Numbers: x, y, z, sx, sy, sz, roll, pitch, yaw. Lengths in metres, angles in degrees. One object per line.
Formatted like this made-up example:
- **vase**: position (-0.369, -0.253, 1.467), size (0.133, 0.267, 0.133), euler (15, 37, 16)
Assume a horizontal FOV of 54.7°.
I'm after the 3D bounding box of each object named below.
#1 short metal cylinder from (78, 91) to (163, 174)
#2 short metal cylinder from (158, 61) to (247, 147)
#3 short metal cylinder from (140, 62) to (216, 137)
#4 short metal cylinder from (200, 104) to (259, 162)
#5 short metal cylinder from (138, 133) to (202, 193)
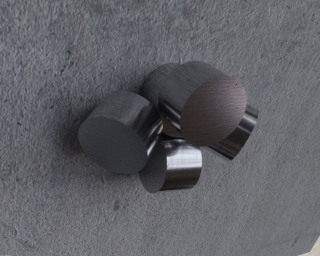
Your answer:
- **short metal cylinder**: position (-0.043, 0.005, 0.347), size (0.080, 0.050, 0.079), euler (12, 131, 14)
- **short metal cylinder**: position (0.045, -0.027, 0.336), size (0.081, 0.050, 0.079), euler (-14, 125, -21)
- **short metal cylinder**: position (0.022, -0.035, 0.384), size (0.081, 0.050, 0.079), euler (-14, 125, -21)
- **short metal cylinder**: position (0.087, -0.002, 0.414), size (0.050, 0.080, 0.080), euler (29, 106, 2)
- **short metal cylinder**: position (0.010, 0.043, 0.405), size (0.050, 0.080, 0.079), euler (2, 118, -30)
